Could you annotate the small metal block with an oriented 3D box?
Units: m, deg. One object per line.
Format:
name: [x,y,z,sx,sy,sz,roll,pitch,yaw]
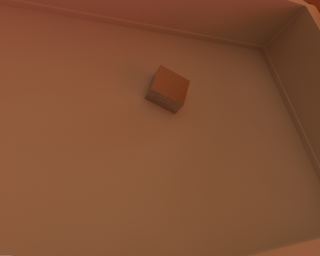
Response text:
small metal block: [0.011,-0.056,0.447,0.050,0.025,0.050,27,52,-12]
